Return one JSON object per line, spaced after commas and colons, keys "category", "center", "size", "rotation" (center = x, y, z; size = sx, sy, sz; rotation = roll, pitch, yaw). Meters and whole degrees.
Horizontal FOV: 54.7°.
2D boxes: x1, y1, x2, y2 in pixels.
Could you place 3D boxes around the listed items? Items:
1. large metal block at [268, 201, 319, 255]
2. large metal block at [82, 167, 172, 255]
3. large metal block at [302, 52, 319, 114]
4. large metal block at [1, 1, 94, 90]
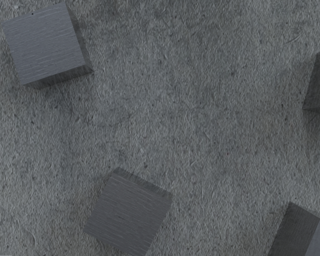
{"category": "large metal block", "center": [0.186, 0.147, 0.384], "size": [0.050, 0.080, 0.080], "rotation": [23, 90, 0]}
{"category": "large metal block", "center": [-0.039, 0.106, 0.397], "size": [0.080, 0.050, 0.080], "rotation": [27, 90, 0]}
{"category": "large metal block", "center": [0.244, -0.054, 0.399], "size": [0.080, 0.050, 0.080], "rotation": [15, 90, 0]}
{"category": "large metal block", "center": [-0.140, -0.102, 0.396], "size": [0.080, 0.050, 0.080], "rotation": [-18, 90, 0]}
